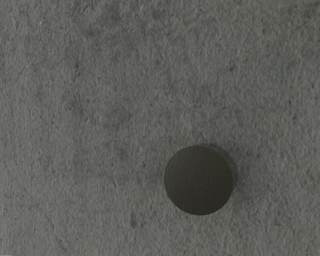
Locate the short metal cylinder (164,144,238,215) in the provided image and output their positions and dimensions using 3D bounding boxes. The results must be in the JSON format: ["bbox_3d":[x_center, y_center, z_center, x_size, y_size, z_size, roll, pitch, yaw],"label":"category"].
[{"bbox_3d":[0.051,0.060,0.377,0.080,0.050,0.079,0,90,19],"label":"short metal cylinder"}]
